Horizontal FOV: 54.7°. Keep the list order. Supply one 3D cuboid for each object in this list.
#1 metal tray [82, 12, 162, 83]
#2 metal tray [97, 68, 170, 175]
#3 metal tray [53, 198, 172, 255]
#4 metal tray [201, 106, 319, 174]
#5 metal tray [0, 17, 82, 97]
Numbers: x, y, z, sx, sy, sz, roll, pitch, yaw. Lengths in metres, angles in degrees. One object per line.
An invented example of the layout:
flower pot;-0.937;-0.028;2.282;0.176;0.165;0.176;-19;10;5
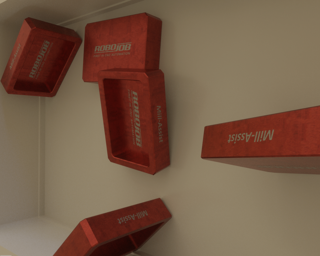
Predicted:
metal tray;-0.059;-0.110;0.450;0.130;0.030;0.089;7;94;39
metal tray;-0.035;-0.011;0.407;0.090;0.030;0.129;10;112;38
metal tray;-0.056;0.135;0.382;0.090;0.131;0.030;-51;60;28
metal tray;0.105;0.016;0.244;0.130;0.091;0.030;-13;67;63
metal tray;-0.202;-0.114;0.527;0.030;0.091;0.129;51;119;27
